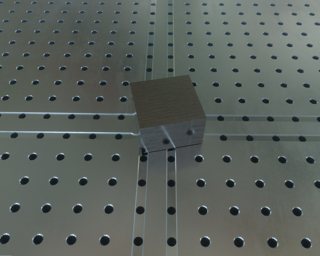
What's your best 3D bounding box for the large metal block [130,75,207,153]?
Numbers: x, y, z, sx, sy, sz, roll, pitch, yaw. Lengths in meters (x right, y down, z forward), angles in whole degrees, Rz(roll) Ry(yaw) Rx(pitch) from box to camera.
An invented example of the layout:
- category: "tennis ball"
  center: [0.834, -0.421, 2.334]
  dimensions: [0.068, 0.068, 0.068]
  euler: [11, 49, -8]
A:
- category: "large metal block"
  center: [0.008, -0.020, 0.407]
  dimensions: [0.080, 0.050, 0.080]
  euler: [-9, 51, -8]
